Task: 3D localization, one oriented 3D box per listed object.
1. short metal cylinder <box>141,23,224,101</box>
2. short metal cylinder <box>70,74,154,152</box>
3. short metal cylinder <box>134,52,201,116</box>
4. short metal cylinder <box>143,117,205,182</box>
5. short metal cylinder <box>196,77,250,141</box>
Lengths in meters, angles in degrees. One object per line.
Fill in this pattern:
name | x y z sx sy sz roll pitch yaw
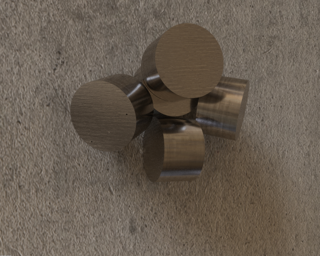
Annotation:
short metal cylinder | 0.024 -0.072 0.353 0.081 0.050 0.079 0 90 -21
short metal cylinder | -0.054 -0.019 0.356 0.080 0.050 0.079 6 110 19
short metal cylinder | 0.009 -0.054 0.401 0.081 0.050 0.079 0 90 -21
short metal cylinder | 0.015 0.027 0.386 0.050 0.080 0.079 2 90 -20
short metal cylinder | 0.083 -0.027 0.407 0.050 0.080 0.080 13 85 19
